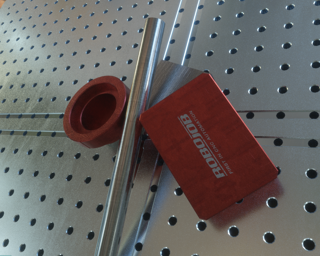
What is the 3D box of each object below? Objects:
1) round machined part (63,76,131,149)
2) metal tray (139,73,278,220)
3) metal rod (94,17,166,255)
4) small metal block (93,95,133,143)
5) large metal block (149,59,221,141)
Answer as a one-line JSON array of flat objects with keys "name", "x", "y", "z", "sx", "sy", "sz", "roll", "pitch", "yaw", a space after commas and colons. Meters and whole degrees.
[{"name": "round machined part", "x": -0.075, "y": -0.017, "z": 0.407, "sx": 0.098, "sy": 0.042, "sz": 0.098, "roll": -15, "pitch": 55, "yaw": 23}, {"name": "metal tray", "x": 0.049, "y": 0.018, "z": 0.331, "sx": 0.090, "sy": 0.030, "sz": 0.130, "roll": -34, "pitch": 76, "yaw": 6}, {"name": "metal rod", "x": -0.034, "y": 0.015, "z": 0.362, "sx": 0.025, "sy": 0.025, "sz": 0.299, "roll": 6, "pitch": 80, "yaw": 31}, {"name": "small metal block", "x": -0.069, "y": -0.013, "z": 0.449, "sx": 0.050, "sy": 0.025, "sz": 0.050, "roll": -20, "pitch": 54, "yaw": 16}, {"name": "large metal block", "x": 0.020, "y": -0.033, "z": 0.398, "sx": 0.080, "sy": 0.050, "sz": 0.080, "roll": 25, "pitch": 75, "yaw": 36}]
